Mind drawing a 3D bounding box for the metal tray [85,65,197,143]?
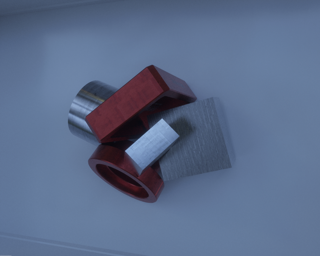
[{"bbox_3d":[-0.014,-0.023,0.357,0.090,0.130,0.030,-37,80,16],"label":"metal tray"}]

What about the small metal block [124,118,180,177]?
[{"bbox_3d":[-0.010,0.022,0.326,0.050,0.050,0.025,-42,83,-18],"label":"small metal block"}]

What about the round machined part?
[{"bbox_3d":[-0.037,0.051,0.392,0.098,0.098,0.042,22,62,18],"label":"round machined part"}]

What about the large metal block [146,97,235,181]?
[{"bbox_3d":[0.039,0.012,0.373,0.080,0.050,0.080,-15,90,19],"label":"large metal block"}]

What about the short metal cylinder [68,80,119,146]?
[{"bbox_3d":[-0.073,-0.016,0.404,0.050,0.080,0.080,24,98,18],"label":"short metal cylinder"}]
